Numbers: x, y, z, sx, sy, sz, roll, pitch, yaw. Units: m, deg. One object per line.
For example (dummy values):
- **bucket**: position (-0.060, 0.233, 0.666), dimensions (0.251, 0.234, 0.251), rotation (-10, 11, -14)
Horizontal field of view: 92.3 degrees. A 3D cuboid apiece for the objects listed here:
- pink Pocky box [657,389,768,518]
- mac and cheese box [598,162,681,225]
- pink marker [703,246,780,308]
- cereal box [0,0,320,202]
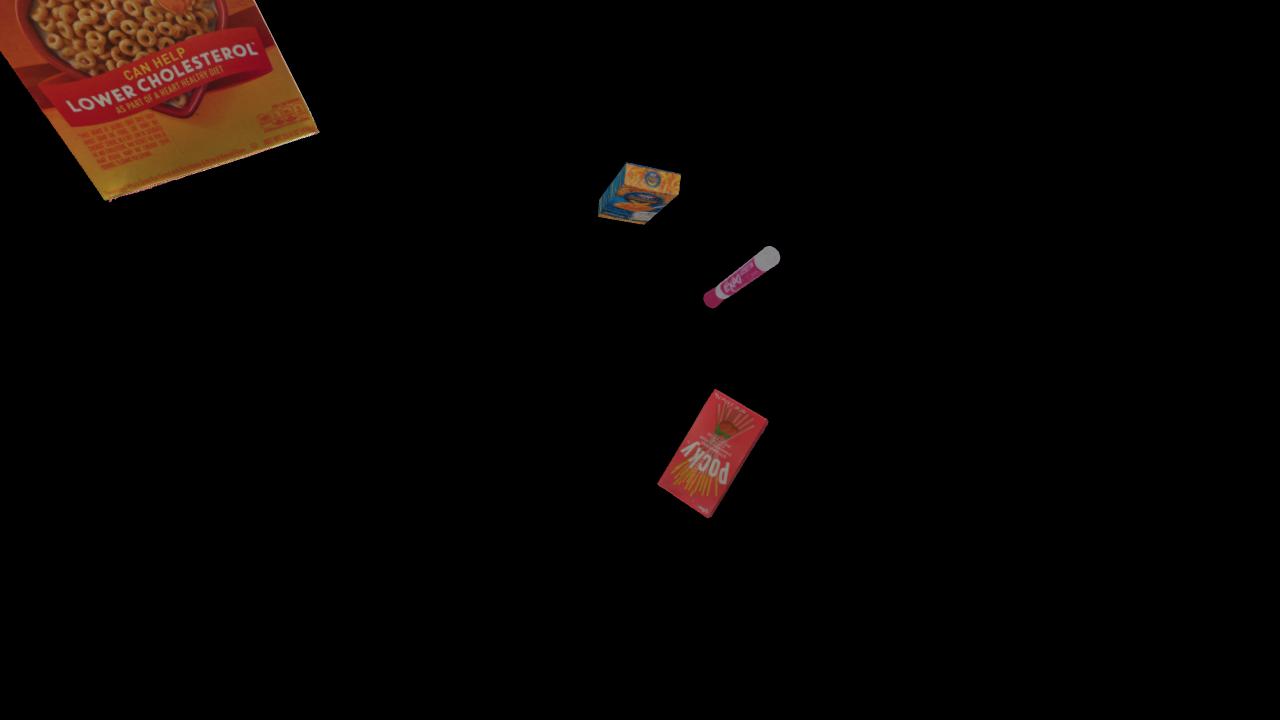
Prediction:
- **pink Pocky box**: position (0.098, 0.126, 0.832), dimensions (0.084, 0.155, 0.029), rotation (31, -1, 18)
- **mac and cheese box**: position (-0.006, -0.276, 1.037), dimensions (0.093, 0.041, 0.184), rotation (8, -5, -16)
- **pink marker**: position (0.095, -0.078, 0.600), dimensions (0.020, 0.020, 0.121), rotation (0, -15, -22)
- **cereal box**: position (-0.464, -0.325, 0.552), dimensions (0.203, 0.306, 0.081), rotation (-27, 29, -17)
